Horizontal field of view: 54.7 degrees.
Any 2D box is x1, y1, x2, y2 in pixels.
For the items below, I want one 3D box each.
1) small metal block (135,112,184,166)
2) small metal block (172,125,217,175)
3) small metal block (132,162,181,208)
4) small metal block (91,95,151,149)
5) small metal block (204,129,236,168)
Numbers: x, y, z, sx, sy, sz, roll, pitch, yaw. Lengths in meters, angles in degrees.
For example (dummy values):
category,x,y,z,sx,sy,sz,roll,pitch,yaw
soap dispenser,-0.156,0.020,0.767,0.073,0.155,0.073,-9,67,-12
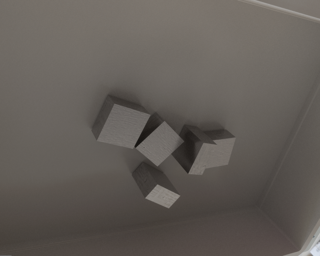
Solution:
category,x,y,z,sx,sy,sz,roll,pitch,yaw
small metal block,-0.004,0.016,0.414,0.050,0.025,0.050,-43,130,1
small metal block,0.047,0.031,0.437,0.025,0.050,0.050,10,114,-34
small metal block,-0.006,0.081,0.438,0.025,0.050,0.050,-49,130,7
small metal block,-0.048,-0.006,0.377,0.050,0.025,0.050,16,110,-35
small metal block,0.082,0.032,0.473,0.050,0.025,0.050,-6,121,-26
